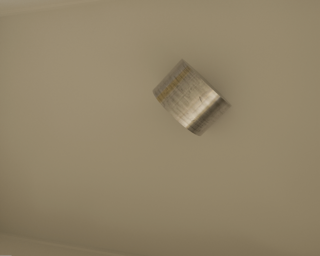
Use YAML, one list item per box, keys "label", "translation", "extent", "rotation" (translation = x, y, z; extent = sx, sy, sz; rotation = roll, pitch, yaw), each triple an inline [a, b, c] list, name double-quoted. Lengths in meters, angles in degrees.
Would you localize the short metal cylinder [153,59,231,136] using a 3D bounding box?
- label: "short metal cylinder"
  translation: [0.038, -0.036, 0.367]
  extent: [0.050, 0.080, 0.080]
  rotation: [-46, 76, 14]
